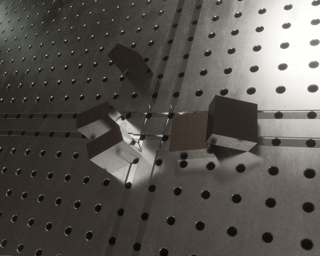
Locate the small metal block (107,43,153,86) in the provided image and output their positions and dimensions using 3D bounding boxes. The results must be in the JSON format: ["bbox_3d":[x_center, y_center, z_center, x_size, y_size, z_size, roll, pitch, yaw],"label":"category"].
[{"bbox_3d":[-0.045,-0.097,0.474,0.050,0.050,0.025,33,81,38],"label":"small metal block"}]

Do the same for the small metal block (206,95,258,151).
[{"bbox_3d":[0.082,-0.005,0.353,0.050,0.025,0.050,12,63,-5],"label":"small metal block"}]

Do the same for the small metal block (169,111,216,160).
[{"bbox_3d":[0.041,0.010,0.380,0.050,0.025,0.050,-7,58,24],"label":"small metal block"}]

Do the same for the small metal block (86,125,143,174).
[{"bbox_3d":[-0.059,0.029,0.403,0.050,0.050,0.025,-30,52,9],"label":"small metal block"}]

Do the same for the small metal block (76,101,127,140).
[{"bbox_3d":[-0.081,-0.005,0.436,0.050,0.050,0.025,-22,54,14],"label":"small metal block"}]
